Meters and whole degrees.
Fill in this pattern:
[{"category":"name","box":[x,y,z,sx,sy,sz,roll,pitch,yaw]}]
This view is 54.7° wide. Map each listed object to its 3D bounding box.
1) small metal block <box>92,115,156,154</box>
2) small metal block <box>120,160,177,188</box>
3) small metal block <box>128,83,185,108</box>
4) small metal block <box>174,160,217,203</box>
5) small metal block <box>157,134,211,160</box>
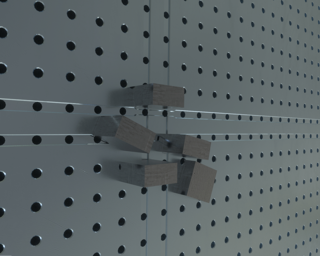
[{"category":"small metal block","box":[-0.042,0.008,0.359,0.050,0.050,0.025,30,71,-37]},{"category":"small metal block","box":[-0.014,0.055,0.383,0.050,0.050,0.025,1,90,-40]},{"category":"small metal block","box":[-0.005,-0.039,0.391,0.050,0.050,0.025,2,89,-40]},{"category":"small metal block","box":[0.054,0.079,0.457,0.050,0.025,0.050,26,73,-37]},{"category":"small metal block","box":[0.033,0.026,0.423,0.050,0.050,0.025,17,80,-39]}]
